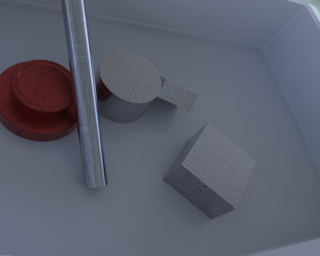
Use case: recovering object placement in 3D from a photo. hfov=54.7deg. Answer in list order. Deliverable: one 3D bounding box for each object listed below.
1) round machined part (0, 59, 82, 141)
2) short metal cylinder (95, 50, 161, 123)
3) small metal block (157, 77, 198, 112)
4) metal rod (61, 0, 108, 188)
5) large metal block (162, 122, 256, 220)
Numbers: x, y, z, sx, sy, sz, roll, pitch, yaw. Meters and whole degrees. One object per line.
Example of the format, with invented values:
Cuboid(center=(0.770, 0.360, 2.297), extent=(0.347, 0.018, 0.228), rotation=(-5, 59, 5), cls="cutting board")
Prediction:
Cuboid(center=(-0.131, -0.037, 0.348), extent=(0.099, 0.042, 0.098), rotation=(14, 56, -21), cls="round machined part")
Cuboid(center=(-0.045, -0.053, 0.399), extent=(0.081, 0.050, 0.080), rotation=(14, 56, -21), cls="short metal cylinder")
Cuboid(center=(0.017, -0.049, 0.426), extent=(0.050, 0.025, 0.050), rotation=(24, 8, -20), cls="small metal block")
Cuboid(center=(-0.087, -0.086, 0.334), extent=(0.025, 0.025, 0.298), rotation=(-7, 90, -32), cls="metal rod")
Cuboid(center=(0.064, 0.054, 0.393), extent=(0.080, 0.050, 0.080), rotation=(39, 51, -2), cls="large metal block")
